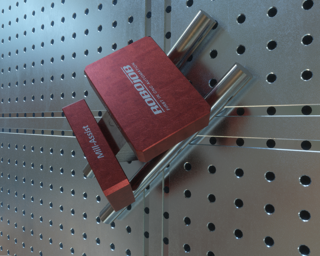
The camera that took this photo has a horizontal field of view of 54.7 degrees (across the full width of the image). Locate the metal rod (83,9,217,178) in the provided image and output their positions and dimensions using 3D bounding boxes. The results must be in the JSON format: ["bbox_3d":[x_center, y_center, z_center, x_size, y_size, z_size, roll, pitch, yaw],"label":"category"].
[{"bbox_3d":[-0.029,-0.030,0.431,0.298,0.025,0.025,-50,61,28],"label":"metal rod"}]

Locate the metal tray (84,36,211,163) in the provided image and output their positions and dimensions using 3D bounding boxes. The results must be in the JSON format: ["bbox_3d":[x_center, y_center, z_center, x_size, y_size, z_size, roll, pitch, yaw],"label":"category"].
[{"bbox_3d":[-0.016,-0.037,0.350,0.090,0.030,0.130,-30,64,-12],"label":"metal tray"}]

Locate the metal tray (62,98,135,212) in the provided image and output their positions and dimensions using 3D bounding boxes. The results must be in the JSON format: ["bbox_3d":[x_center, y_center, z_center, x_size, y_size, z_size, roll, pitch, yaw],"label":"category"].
[{"bbox_3d":[-0.078,0.036,0.401,0.130,0.030,0.090,57,166,24],"label":"metal tray"}]

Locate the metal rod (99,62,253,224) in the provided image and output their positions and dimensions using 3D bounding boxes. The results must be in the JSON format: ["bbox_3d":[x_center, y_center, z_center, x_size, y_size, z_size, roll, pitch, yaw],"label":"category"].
[{"bbox_3d":[0.005,0.037,0.404,0.299,0.025,0.025,-49,61,28],"label":"metal rod"}]

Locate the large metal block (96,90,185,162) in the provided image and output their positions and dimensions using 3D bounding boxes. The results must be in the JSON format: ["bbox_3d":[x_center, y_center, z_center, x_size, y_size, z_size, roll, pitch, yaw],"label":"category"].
[{"bbox_3d":[-0.025,-0.003,0.392,0.080,0.081,0.050,-49,61,28],"label":"large metal block"}]
